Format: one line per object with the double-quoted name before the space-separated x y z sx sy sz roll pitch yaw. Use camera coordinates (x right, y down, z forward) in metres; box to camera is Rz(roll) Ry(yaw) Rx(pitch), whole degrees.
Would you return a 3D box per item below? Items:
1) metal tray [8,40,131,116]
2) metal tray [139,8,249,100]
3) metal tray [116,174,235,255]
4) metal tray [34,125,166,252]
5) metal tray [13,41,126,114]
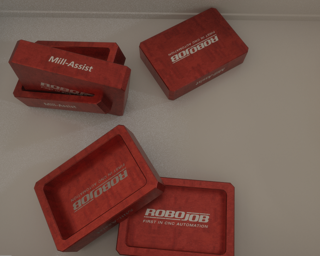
"metal tray" -0.105 -0.057 0.385 0.131 0.090 0.030 13 71 -4
"metal tray" 0.047 -0.108 0.447 0.131 0.030 0.090 -29 73 -10
"metal tray" 0.020 0.107 0.367 0.131 0.030 0.090 5 70 1
"metal tray" -0.071 0.068 0.357 0.130 0.030 0.090 -35 63 2
"metal tray" -0.120 -0.070 0.415 0.130 0.030 0.090 6 69 17
